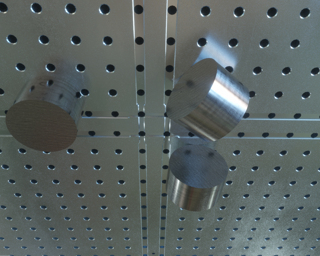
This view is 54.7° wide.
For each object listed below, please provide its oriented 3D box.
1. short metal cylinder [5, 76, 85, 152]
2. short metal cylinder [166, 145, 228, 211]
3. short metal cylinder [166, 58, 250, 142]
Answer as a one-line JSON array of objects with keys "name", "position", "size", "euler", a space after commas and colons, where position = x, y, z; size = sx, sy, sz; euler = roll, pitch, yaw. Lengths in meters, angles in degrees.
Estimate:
[{"name": "short metal cylinder", "position": [-0.137, -0.017, 0.379], "size": [0.081, 0.050, 0.079], "euler": [0, 130, 0]}, {"name": "short metal cylinder", "position": [0.050, 0.069, 0.435], "size": [0.081, 0.080, 0.050], "euler": [3, 130, -3]}, {"name": "short metal cylinder", "position": [0.052, -0.031, 0.350], "size": [0.050, 0.080, 0.080], "euler": [33, 123, -25]}]
